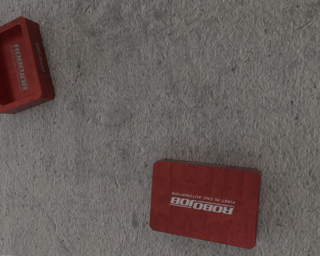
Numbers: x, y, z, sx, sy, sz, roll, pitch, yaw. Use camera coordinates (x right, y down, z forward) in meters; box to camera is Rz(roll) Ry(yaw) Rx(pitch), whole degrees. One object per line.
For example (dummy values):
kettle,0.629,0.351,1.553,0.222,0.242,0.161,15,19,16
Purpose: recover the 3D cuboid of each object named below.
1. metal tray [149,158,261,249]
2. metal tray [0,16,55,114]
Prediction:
metal tray,0.055,0.090,0.387,0.130,0.030,0.089,4,91,19
metal tray,-0.223,-0.095,0.484,0.090,0.030,0.129,-17,84,19
